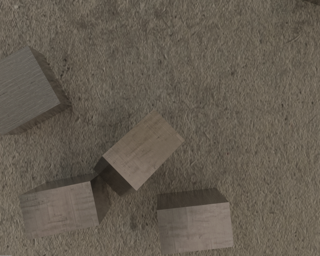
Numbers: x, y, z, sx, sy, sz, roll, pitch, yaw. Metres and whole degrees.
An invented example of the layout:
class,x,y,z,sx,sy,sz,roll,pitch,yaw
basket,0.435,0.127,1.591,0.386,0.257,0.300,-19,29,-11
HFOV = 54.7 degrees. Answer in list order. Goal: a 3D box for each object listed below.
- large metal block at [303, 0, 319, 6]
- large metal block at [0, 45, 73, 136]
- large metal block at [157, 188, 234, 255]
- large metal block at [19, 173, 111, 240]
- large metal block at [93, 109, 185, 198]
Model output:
class,x,y,z,sx,sy,sz,roll,pitch,yaw
large metal block,0.223,-0.192,0.384,0.080,0.080,0.050,19,90,0
large metal block,-0.174,-0.045,0.396,0.080,0.050,0.080,-29,90,0
large metal block,0.039,0.111,0.383,0.080,0.080,0.050,-6,90,0
large metal block,-0.111,0.091,0.382,0.080,0.080,0.050,-12,90,0
large metal block,-0.028,0.033,0.369,0.050,0.080,0.080,46,65,0
